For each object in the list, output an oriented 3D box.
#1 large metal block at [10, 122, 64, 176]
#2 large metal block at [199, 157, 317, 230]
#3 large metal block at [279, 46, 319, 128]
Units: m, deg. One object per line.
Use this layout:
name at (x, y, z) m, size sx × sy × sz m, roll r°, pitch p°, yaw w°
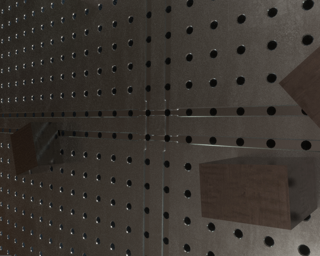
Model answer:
large metal block at (-0.232, 0.039, 0.581) m, size 0.080 × 0.050 × 0.080 m, roll -23°, pitch 76°, yaw 37°
large metal block at (0.094, 0.056, 0.295) m, size 0.080 × 0.081 × 0.050 m, roll -4°, pitch 87°, yaw 39°
large metal block at (0.154, -0.021, 0.246) m, size 0.050 × 0.081 × 0.080 m, roll -47°, pitch 62°, yaw 29°
